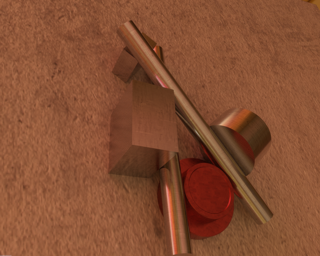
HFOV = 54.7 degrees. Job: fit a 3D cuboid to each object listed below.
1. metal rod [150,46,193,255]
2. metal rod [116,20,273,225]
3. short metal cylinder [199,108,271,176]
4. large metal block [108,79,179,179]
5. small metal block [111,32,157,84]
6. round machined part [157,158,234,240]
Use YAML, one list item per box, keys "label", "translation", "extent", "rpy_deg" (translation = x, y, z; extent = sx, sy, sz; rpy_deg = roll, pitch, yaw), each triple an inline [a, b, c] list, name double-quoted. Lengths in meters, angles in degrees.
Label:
- label: "metal rod"
  translation: [0.007, 0.004, 0.388]
  extent: [0.025, 0.025, 0.299]
  rpy_deg: [11, 51, -23]
- label: "metal rod"
  translation: [0.045, -0.006, 0.390]
  extent: [0.025, 0.025, 0.299]
  rpy_deg: [-38, 92, -39]
- label: "short metal cylinder"
  translation: [0.100, 0.020, 0.414]
  extent: [0.080, 0.080, 0.050]
  rpy_deg: [49, 51, 5]
- label: "large metal block"
  translation: [-0.022, 0.005, 0.357]
  extent: [0.050, 0.080, 0.080]
  rpy_deg: [11, 57, -23]
- label: "small metal block"
  translation: [-0.036, -0.097, 0.430]
  extent: [0.025, 0.050, 0.050]
  rpy_deg: [39, 51, -3]
- label: "round machined part"
  translation: [0.050, 0.081, 0.374]
  extent: [0.099, 0.042, 0.098]
  rpy_deg: [14, 56, -21]
